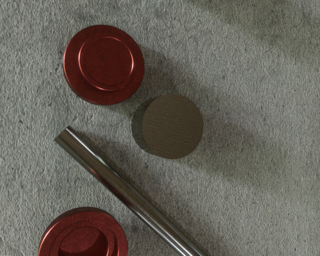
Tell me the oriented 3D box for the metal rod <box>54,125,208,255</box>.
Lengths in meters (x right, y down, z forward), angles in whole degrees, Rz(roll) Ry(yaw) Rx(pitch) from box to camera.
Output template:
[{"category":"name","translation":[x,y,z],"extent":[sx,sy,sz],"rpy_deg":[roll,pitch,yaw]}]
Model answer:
[{"category":"metal rod","translation":[-0.016,0.110,0.403],"extent":[0.300,0.025,0.025],"rpy_deg":[46,76,-14]}]

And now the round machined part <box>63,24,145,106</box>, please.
[{"category":"round machined part","translation":[-0.065,-0.077,0.376],"extent":[0.099,0.042,0.097],"rpy_deg":[0,90,-20]}]

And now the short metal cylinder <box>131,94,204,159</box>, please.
[{"category":"short metal cylinder","translation":[0.008,-0.002,0.399],"extent":[0.081,0.050,0.079],"rpy_deg":[0,90,-20]}]

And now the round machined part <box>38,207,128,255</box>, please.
[{"category":"round machined part","translation":[-0.091,0.142,0.367],"extent":[0.099,0.042,0.097],"rpy_deg":[0,90,-20]}]
